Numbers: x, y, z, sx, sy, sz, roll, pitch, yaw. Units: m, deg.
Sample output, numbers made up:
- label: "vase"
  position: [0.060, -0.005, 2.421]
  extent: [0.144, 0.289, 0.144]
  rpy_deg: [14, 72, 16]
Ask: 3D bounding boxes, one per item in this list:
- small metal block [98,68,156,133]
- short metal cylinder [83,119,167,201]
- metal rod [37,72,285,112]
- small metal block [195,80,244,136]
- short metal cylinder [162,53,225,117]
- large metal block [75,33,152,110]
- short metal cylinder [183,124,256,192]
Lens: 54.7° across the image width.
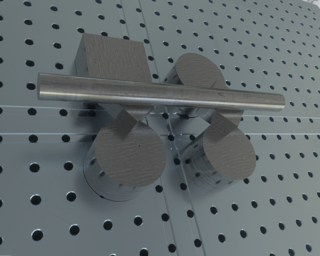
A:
- label: "small metal block"
  position: [-0.033, -0.032, 0.346]
  extent: [0.050, 0.025, 0.050]
  rpy_deg: [42, 51, 1]
- label: "short metal cylinder"
  position: [-0.040, 0.036, 0.347]
  extent: [0.081, 0.050, 0.080]
  rpy_deg: [14, 56, -21]
- label: "metal rod"
  position: [0.025, -0.036, 0.347]
  extent: [0.303, 0.025, 0.025]
  rpy_deg: [1, 62, -28]
- label: "small metal block"
  position: [0.081, -0.027, 0.404]
  extent: [0.050, 0.025, 0.050]
  rpy_deg: [35, 51, -5]
- label: "short metal cylinder"
  position: [0.048, -0.063, 0.456]
  extent: [0.081, 0.050, 0.080]
  rpy_deg: [14, 56, -21]
- label: "large metal block"
  position: [-0.061, -0.070, 0.401]
  extent: [0.081, 0.050, 0.080]
  rpy_deg: [1, 61, -28]
- label: "short metal cylinder"
  position: [0.078, 0.039, 0.410]
  extent: [0.081, 0.050, 0.080]
  rpy_deg: [14, 56, -21]
